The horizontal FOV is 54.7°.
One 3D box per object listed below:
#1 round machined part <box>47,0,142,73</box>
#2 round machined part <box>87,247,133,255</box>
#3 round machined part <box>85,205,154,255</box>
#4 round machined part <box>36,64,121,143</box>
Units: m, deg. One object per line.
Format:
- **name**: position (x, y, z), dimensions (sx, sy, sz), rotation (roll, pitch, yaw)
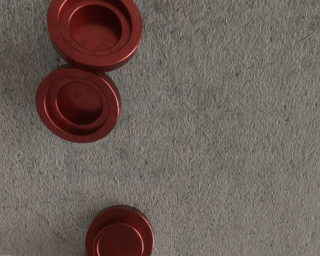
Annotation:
- **round machined part**: position (-0.072, -0.107, 0.345), dimensions (0.099, 0.042, 0.098), rotation (3, 78, -13)
- **round machined part**: position (-0.080, 0.242, 0.489), dimensions (0.099, 0.042, 0.097), rotation (0, 110, 0)
- **round machined part**: position (-0.058, 0.164, 0.444), dimensions (0.099, 0.042, 0.097), rotation (0, 90, -4)
- **round machined part**: position (-0.097, -0.033, 0.383), dimensions (0.099, 0.042, 0.097), rotation (1, 117, 1)
